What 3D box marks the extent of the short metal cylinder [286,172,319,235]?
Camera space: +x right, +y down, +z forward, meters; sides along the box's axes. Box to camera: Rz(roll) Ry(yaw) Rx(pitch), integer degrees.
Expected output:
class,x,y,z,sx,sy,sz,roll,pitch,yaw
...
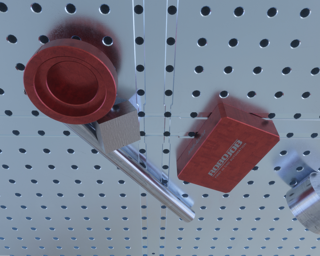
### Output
class,x,y,z,sx,sy,sz,roll,pitch,yaw
short metal cylinder,0.245,0.115,0.478,0.080,0.080,0.050,23,126,-19

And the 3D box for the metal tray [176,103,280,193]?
class,x,y,z,sx,sy,sz,roll,pitch,yaw
metal tray,0.091,0.034,0.439,0.091,0.030,0.129,19,128,-16

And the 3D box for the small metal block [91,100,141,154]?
class,x,y,z,sx,sy,sz,roll,pitch,yaw
small metal block,-0.055,-0.001,0.396,0.050,0.025,0.050,-23,134,-21

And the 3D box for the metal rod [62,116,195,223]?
class,x,y,z,sx,sy,sz,roll,pitch,yaw
metal rod,-0.038,0.063,0.465,0.025,0.025,0.300,-30,125,22

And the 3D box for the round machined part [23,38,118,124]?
class,x,y,z,sx,sy,sz,roll,pitch,yaw
round machined part,-0.097,-0.055,0.350,0.099,0.042,0.097,-1,128,-1
